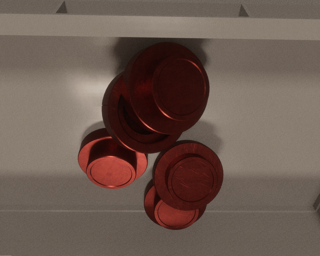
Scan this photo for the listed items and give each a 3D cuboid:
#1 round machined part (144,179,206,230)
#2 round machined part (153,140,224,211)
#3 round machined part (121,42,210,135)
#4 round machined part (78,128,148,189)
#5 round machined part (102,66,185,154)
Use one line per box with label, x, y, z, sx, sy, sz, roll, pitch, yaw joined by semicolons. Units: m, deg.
round machined part;0.024;0.118;0.481;0.099;0.042;0.097;-1;112;-2
round machined part;0.040;0.068;0.426;0.099;0.042;0.097;-1;97;-8
round machined part;0.013;-0.042;0.326;0.099;0.042;0.097;-2;93;-29
round machined part;-0.067;0.049;0.439;0.099;0.042;0.097;-1;130;0
round machined part;-0.020;-0.021;0.357;0.099;0.042;0.097;-2;93;-28
